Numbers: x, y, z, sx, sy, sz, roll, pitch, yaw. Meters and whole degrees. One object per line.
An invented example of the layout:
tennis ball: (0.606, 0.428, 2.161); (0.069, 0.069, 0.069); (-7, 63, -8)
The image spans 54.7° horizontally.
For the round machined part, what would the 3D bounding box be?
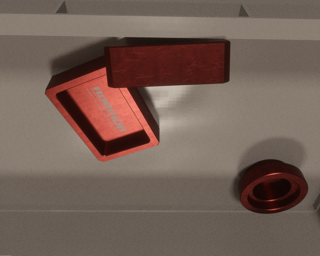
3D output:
round machined part: (0.168, 0.086, 0.474); (0.099, 0.042, 0.097); (-1, 130, 0)

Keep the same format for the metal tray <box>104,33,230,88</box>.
metal tray: (0.006, -0.066, 0.282); (0.091, 0.130, 0.030); (-2, 109, 1)

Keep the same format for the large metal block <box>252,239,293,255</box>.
large metal block: (0.237, 0.284, 0.621); (0.050, 0.080, 0.080); (-37, 122, 26)

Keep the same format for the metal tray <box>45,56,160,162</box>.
metal tray: (-0.066, -0.020, 0.387); (0.090, 0.030, 0.130); (-18, 128, 14)
